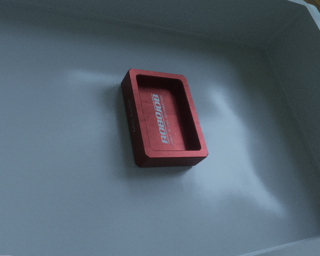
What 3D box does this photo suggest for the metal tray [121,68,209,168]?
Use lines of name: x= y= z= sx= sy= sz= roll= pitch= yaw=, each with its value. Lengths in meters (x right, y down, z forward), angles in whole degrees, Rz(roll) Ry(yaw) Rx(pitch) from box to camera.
metal tray: x=0.004 y=-0.014 z=0.411 sx=0.091 sy=0.030 sz=0.130 roll=2 pitch=61 yaw=-28
